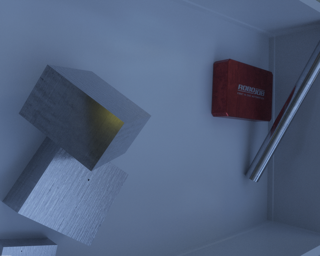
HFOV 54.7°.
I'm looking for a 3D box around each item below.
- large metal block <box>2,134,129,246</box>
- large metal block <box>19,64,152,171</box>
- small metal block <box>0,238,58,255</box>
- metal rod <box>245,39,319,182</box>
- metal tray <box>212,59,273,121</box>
[{"bbox_3d":[-0.093,0.060,0.314,0.080,0.050,0.080,42,65,-32],"label":"large metal block"},{"bbox_3d":[-0.064,-0.012,0.291,0.050,0.080,0.080,-55,173,13],"label":"large metal block"},{"bbox_3d":[-0.132,0.135,0.297,0.050,0.025,0.050,15,80,-39],"label":"small metal block"},{"bbox_3d":[0.227,-0.043,0.525,0.025,0.025,0.298,19,102,-39],"label":"metal rod"},{"bbox_3d":[0.143,-0.060,0.526,0.131,0.030,0.089,4,88,-40],"label":"metal tray"}]
